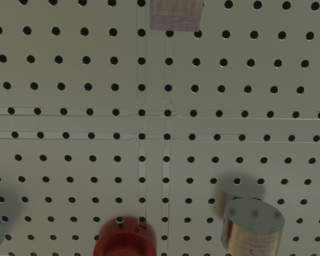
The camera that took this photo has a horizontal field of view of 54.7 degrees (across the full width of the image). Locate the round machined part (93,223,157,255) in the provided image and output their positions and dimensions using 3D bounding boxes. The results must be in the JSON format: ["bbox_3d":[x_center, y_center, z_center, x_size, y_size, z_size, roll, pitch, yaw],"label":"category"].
[{"bbox_3d":[-0.054,0.200,0.478,0.099,0.042,0.097,0,110,-1],"label":"round machined part"}]

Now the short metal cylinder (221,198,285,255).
[{"bbox_3d":[0.130,0.143,0.439,0.081,0.080,0.050,3,110,-2],"label":"short metal cylinder"}]

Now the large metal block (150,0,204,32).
[{"bbox_3d":[0.017,-0.155,0.311,0.050,0.080,0.080,2,141,-1],"label":"large metal block"}]

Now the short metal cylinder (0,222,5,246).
[{"bbox_3d":[-0.273,0.163,0.441,0.080,0.080,0.050,32,107,-12],"label":"short metal cylinder"}]
